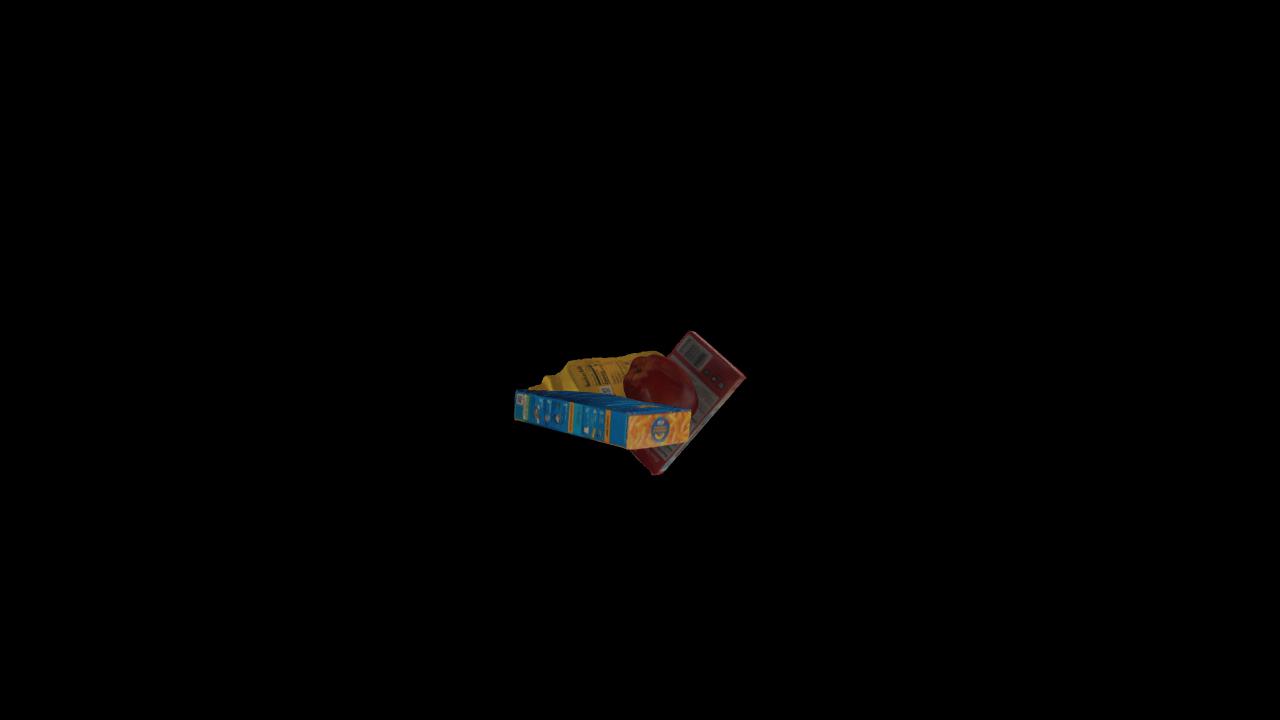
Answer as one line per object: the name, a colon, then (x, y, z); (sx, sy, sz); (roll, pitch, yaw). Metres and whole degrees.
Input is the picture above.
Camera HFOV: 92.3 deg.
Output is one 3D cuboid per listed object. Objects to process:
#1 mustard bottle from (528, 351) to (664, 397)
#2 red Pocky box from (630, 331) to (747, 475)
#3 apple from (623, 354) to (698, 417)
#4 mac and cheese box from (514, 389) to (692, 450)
mustard bottle: (-0.046, 0.032, 0.735); (0.184, 0.092, 0.054); (-6, -41, -27)
red Pocky box: (0.041, 0.050, 0.709); (0.083, 0.155, 0.028); (44, 14, 19)
apple: (0.023, 0.038, 0.685); (0.079, 0.079, 0.093); (0, -38, 38)
mac and cheese box: (-0.045, 0.059, 0.661); (0.093, 0.041, 0.184); (3, 3, -45)
